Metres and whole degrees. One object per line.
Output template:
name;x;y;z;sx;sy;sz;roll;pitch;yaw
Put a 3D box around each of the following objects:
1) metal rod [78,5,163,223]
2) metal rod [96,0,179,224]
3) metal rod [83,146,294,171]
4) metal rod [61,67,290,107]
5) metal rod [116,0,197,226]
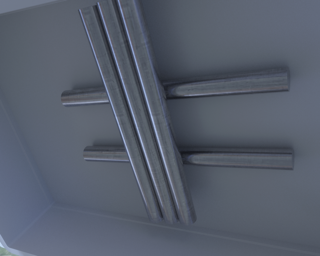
metal rod;-0.040;0.000;0.395;0.025;0.025;0.298;-1;118;29
metal rod;-0.018;-0.002;0.382;0.025;0.025;0.298;-1;118;29
metal rod;0.018;0.038;0.421;0.300;0.025;0.025;-1;118;28
metal rod;-0.003;-0.046;0.381;0.300;0.025;0.025;-1;118;28
metal rod;0.003;-0.004;0.369;0.025;0.025;0.298;-1;118;29
